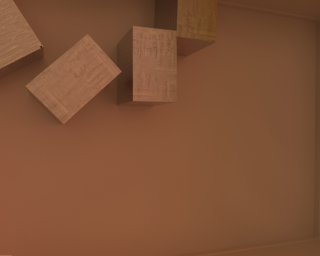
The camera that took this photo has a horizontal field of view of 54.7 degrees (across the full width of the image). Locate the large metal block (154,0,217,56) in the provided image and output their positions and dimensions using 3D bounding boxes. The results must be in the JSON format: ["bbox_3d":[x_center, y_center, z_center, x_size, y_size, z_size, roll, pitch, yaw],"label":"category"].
[{"bbox_3d":[0.030,-0.141,0.392,0.050,0.080,0.080,2,89,-20],"label":"large metal block"}]

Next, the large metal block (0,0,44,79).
[{"bbox_3d":[-0.183,-0.097,0.329,0.080,0.050,0.080,-34,101,-17],"label":"large metal block"}]

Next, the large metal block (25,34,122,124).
[{"bbox_3d":[-0.097,-0.050,0.345,0.080,0.080,0.050,-46,104,-14],"label":"large metal block"}]

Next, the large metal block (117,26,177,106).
[{"bbox_3d":[-0.019,-0.069,0.374,0.050,0.080,0.080,0,90,-20],"label":"large metal block"}]
